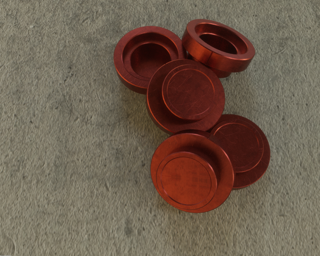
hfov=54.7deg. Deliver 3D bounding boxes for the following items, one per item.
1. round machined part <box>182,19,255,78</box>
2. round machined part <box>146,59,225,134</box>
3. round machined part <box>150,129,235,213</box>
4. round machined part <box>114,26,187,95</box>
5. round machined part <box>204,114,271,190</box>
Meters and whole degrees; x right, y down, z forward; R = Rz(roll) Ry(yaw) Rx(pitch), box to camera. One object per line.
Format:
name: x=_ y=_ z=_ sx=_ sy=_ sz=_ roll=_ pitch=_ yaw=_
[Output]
round machined part: x=0.076 y=-0.105 z=0.425 sx=0.099 sy=0.042 sz=0.098 roll=13 pitch=42 yaw=-12
round machined part: x=0.033 y=-0.039 z=0.380 sx=0.099 sy=0.042 sz=0.097 roll=1 pitch=80 yaw=-8
round machined part: x=0.034 y=0.053 z=0.354 sx=0.098 sy=0.042 sz=0.097 roll=5 pitch=105 yaw=18
round machined part: x=-0.013 y=-0.089 z=0.433 sx=0.099 sy=0.042 sz=0.098 roll=0 pitch=70 yaw=-1
round machined part: x=0.091 y=0.027 z=0.391 sx=0.099 sy=0.042 sz=0.098 roll=0 pitch=70 yaw=-1
